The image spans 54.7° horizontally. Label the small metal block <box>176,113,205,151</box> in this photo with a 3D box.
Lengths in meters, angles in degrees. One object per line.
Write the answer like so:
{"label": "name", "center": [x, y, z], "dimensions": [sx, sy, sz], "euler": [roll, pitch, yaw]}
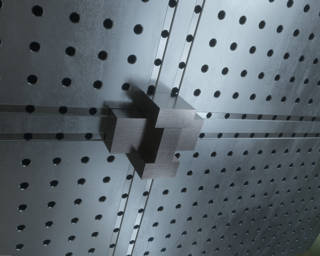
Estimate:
{"label": "small metal block", "center": [0.027, 0.004, 0.430], "dimensions": [0.050, 0.025, 0.050], "euler": [1, 118, -29]}

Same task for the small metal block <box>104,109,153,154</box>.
{"label": "small metal block", "center": [-0.039, 0.004, 0.393], "dimensions": [0.050, 0.025, 0.050], "euler": [0, 118, -29]}

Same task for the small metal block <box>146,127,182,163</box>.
{"label": "small metal block", "center": [0.000, 0.010, 0.402], "dimensions": [0.025, 0.050, 0.050], "euler": [1, 118, -29]}

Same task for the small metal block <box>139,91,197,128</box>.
{"label": "small metal block", "center": [0.009, -0.023, 0.387], "dimensions": [0.050, 0.050, 0.025], "euler": [1, 118, -29]}

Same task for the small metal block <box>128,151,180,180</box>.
{"label": "small metal block", "center": [-0.009, 0.043, 0.418], "dimensions": [0.050, 0.050, 0.025], "euler": [1, 118, -29]}
